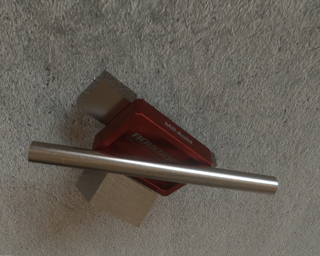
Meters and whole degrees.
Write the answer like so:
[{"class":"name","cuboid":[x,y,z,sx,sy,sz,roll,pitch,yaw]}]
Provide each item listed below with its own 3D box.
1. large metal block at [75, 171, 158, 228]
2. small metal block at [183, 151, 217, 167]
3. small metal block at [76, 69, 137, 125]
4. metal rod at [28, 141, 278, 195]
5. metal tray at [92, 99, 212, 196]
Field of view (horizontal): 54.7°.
[{"class":"large metal block","cuboid":[-0.063,0.087,0.435,0.080,0.080,0.050,36,80,-27]},{"class":"small metal block","cuboid":[0.046,0.049,0.451,0.050,0.025,0.050,31,123,-24]},{"class":"small metal block","cuboid":[-0.064,-0.034,0.378,0.050,0.025,0.050,-38,121,27]},{"class":"metal rod","cuboid":[-0.001,0.051,0.380,0.302,0.025,0.025,9,130,-9]},{"class":"metal tray","cuboid":[-0.008,0.031,0.398,0.130,0.030,0.090,36,121,-27]}]
